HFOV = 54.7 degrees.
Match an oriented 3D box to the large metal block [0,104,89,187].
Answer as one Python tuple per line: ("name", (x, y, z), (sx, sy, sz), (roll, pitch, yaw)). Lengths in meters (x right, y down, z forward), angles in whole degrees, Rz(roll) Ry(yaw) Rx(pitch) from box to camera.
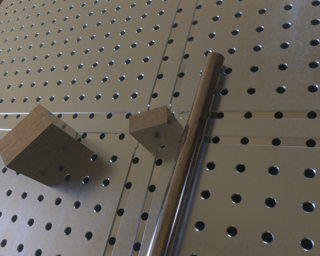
("large metal block", (-0.165, 0.027, 0.441), (0.080, 0.080, 0.050), (-44, 51, -3))

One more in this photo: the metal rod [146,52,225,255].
("metal rod", (0.032, 0.035, 0.368), (0.025, 0.025, 0.300), (5, 64, 30))

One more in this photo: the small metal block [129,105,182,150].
("small metal block", (-0.005, 0.001, 0.393), (0.050, 0.050, 0.025), (-16, 56, 19))
